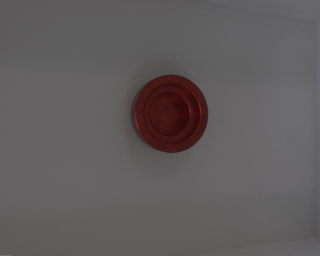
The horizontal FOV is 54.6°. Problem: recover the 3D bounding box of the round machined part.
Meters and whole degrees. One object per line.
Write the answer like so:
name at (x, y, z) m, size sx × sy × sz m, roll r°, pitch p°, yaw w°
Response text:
round machined part at (0.010, -0.018, 0.405) m, size 0.099 × 0.042 × 0.097 m, roll 0°, pitch 90°, yaw -20°
